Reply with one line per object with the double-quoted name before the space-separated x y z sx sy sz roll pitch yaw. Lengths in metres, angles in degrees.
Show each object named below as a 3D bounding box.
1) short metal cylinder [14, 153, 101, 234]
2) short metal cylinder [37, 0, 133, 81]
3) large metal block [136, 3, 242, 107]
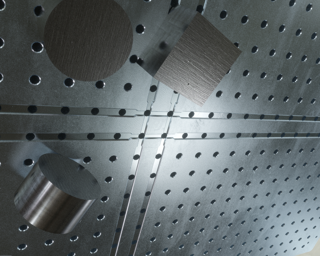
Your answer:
"short metal cylinder" -0.116 0.074 0.358 0.080 0.080 0.050 30 102 -38
"short metal cylinder" -0.073 -0.091 0.299 0.081 0.050 0.079 -14 124 -21
"large metal block" 0.034 -0.083 0.362 0.080 0.050 0.080 27 104 -37
